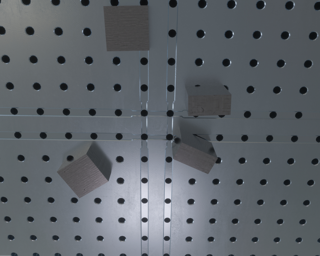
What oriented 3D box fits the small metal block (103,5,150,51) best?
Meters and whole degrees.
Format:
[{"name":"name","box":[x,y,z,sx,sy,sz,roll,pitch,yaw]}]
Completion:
[{"name":"small metal block","box":[-0.038,-0.119,0.369,0.050,0.025,0.050,-1,110,0]}]

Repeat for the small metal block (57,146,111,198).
[{"name":"small metal block","box":[-0.106,0.062,0.436,0.050,0.025,0.050,-31,107,11]}]

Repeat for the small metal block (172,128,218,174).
[{"name":"small metal block","box":[0.044,0.030,0.411,0.050,0.050,0.025,24,108,-9]}]

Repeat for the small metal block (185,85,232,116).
[{"name":"small metal block","box":[0.058,-0.035,0.387,0.050,0.050,0.025,-2,110,0]}]
